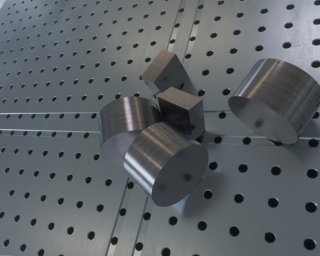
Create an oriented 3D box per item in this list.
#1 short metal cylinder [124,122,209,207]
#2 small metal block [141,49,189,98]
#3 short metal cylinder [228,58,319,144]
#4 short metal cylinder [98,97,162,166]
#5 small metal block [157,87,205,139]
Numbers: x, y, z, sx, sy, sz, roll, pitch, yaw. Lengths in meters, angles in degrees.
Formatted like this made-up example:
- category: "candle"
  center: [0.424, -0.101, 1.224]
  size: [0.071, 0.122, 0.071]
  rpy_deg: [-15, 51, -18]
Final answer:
- category: "short metal cylinder"
  center: [0.008, 0.040, 0.345]
  size: [0.080, 0.080, 0.050]
  rpy_deg: [-48, 51, -6]
- category: "small metal block"
  center: [0.008, -0.072, 0.432]
  size: [0.025, 0.050, 0.050]
  rpy_deg: [28, 77, 37]
- category: "short metal cylinder"
  center: [0.120, -0.027, 0.327]
  size: [0.080, 0.080, 0.050]
  rpy_deg: [30, 79, 37]
- category: "short metal cylinder"
  center: [-0.035, 0.006, 0.388]
  size: [0.080, 0.080, 0.050]
  rpy_deg: [-22, 54, 15]
- category: "small metal block"
  center: [0.027, -0.018, 0.385]
  size: [0.050, 0.050, 0.025]
  rpy_deg: [28, 54, 37]
